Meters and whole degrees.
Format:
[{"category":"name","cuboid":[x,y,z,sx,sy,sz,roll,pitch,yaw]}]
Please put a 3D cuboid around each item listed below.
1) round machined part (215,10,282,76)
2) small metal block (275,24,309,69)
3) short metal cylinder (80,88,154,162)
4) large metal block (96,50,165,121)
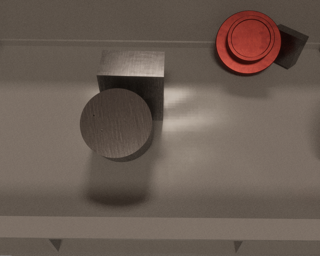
[{"category":"round machined part","cuboid":[0.135,-0.131,0.472,0.099,0.042,0.097,0,90,6]},{"category":"small metal block","cuboid":[0.201,-0.132,0.500,0.050,0.050,0.025,37,48,26]},{"category":"short metal cylinder","cuboid":[-0.048,-0.001,0.369,0.081,0.050,0.080,0,78,1]},{"category":"large metal block","cuboid":[-0.035,-0.056,0.416,0.081,0.080,0.050,2,50,1]}]
